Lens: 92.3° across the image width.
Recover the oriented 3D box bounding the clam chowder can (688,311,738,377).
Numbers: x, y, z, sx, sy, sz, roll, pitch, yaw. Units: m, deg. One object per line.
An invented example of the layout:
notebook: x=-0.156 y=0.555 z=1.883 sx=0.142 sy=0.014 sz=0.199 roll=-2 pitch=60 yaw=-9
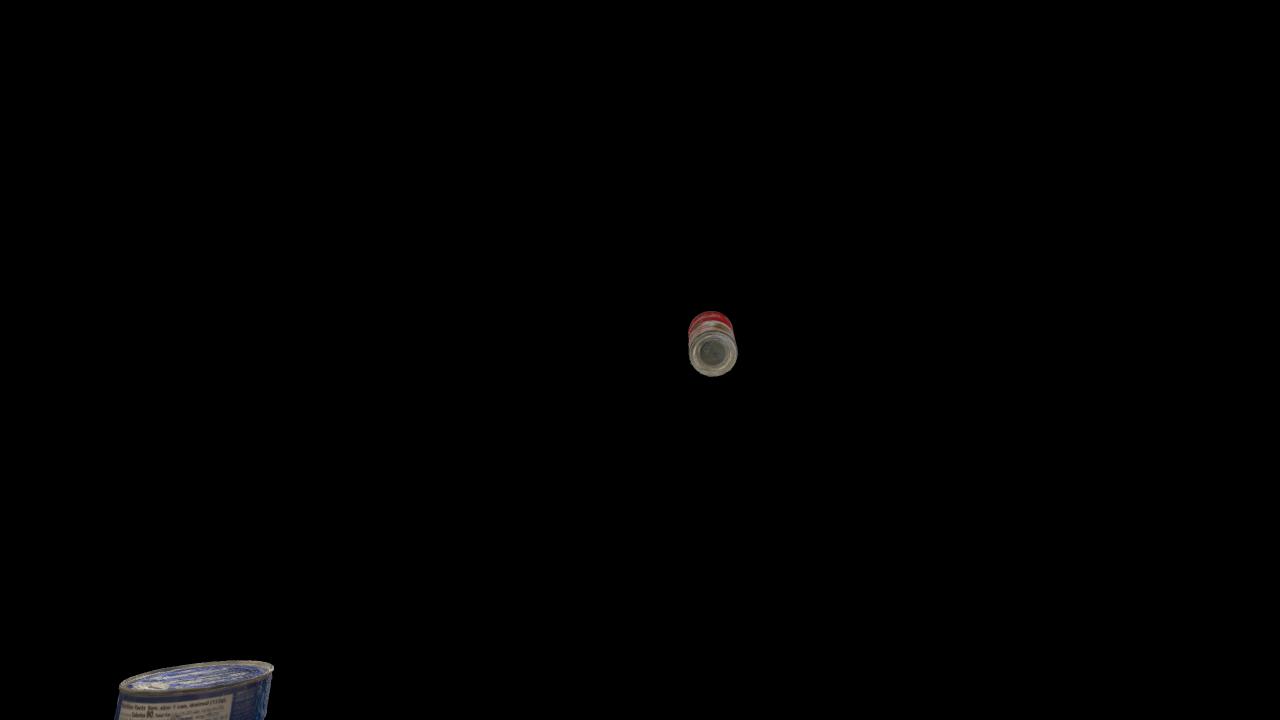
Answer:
clam chowder can: x=0.102 y=-0.024 z=0.868 sx=0.068 sy=0.068 sz=0.102 roll=0 pitch=20 yaw=4

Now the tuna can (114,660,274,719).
tuna can: x=-0.290 y=0.223 z=0.402 sx=0.084 sy=0.034 sz=0.084 roll=0 pitch=-14 yaw=0
